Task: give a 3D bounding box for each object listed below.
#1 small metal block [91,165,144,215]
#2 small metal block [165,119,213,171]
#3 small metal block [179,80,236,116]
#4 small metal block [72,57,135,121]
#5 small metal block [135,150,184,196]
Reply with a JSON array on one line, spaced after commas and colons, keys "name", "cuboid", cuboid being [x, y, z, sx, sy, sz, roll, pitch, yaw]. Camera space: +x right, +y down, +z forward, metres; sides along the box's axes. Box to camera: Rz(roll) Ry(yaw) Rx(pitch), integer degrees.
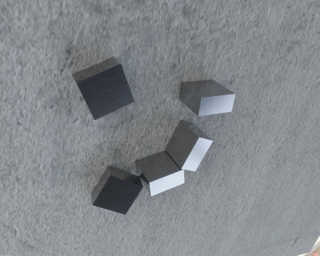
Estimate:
[{"name": "small metal block", "cuboid": [-0.059, 0.085, 0.423, 0.050, 0.025, 0.050, 25, 105, -26]}, {"name": "small metal block", "cuboid": [0.039, 0.024, 0.428, 0.025, 0.050, 0.050, 15, 110, -35]}, {"name": "small metal block", "cuboid": [0.060, -0.040, 0.400, 0.050, 0.050, 0.025, -8, 122, -24]}, {"name": "small metal block", "cuboid": [-0.063, -0.044, 0.346, 0.050, 0.025, 0.050, -27, 128, -12]}, {"name": "small metal block", "cuboid": [-0.001, 0.061, 0.430, 0.050, 0.050, 0.025, -18, 126, -19]}]
